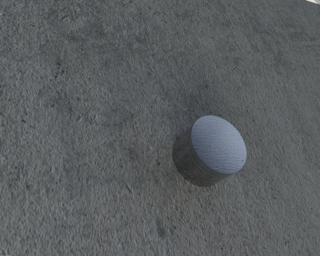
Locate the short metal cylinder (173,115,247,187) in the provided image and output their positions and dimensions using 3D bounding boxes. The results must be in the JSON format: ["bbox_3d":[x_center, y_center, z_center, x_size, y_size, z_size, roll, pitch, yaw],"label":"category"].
[{"bbox_3d":[0.064,0.031,0.403,0.081,0.050,0.080,13,56,-21],"label":"short metal cylinder"}]
